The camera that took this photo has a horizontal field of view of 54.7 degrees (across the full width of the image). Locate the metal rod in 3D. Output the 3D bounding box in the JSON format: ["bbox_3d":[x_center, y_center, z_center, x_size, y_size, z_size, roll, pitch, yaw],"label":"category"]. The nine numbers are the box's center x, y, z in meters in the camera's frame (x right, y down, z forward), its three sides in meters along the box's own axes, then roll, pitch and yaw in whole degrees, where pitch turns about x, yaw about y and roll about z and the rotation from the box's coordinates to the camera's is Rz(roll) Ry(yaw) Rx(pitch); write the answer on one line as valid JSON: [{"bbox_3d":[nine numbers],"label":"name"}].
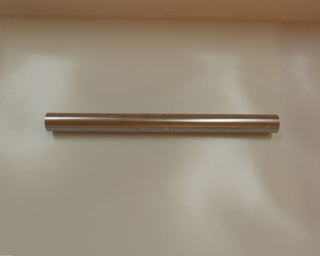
[{"bbox_3d":[0.003,-0.007,0.410,0.302,0.025,0.025,0,70,-1],"label":"metal rod"}]
